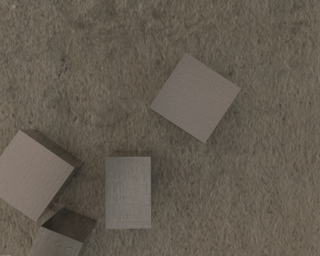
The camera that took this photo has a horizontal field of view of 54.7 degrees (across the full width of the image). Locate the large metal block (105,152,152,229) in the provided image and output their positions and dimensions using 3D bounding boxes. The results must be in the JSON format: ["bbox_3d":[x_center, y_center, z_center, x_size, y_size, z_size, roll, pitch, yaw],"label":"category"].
[{"bbox_3d":[-0.035,0.071,0.382,0.050,0.080,0.079,0,90,0],"label":"large metal block"}]

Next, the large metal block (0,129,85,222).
[{"bbox_3d":[-0.159,0.057,0.395,0.080,0.050,0.080,35,90,-1],"label":"large metal block"}]

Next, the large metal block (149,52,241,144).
[{"bbox_3d":[0.042,-0.036,0.398,0.080,0.050,0.080,33,90,-1],"label":"large metal block"}]

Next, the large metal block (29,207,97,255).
[{"bbox_3d":[-0.124,0.154,0.381,0.050,0.080,0.080,22,90,-1],"label":"large metal block"}]
